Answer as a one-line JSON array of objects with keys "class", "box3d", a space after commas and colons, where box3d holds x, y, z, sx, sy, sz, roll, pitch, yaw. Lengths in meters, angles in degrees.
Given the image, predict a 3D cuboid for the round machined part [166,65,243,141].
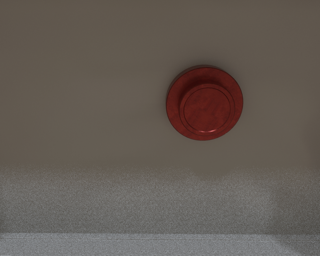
[{"class": "round machined part", "box3d": [0.057, -0.028, 0.393, 0.099, 0.042, 0.097, 0, 110, -1]}]
